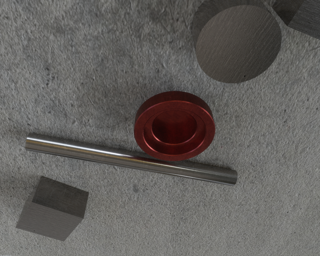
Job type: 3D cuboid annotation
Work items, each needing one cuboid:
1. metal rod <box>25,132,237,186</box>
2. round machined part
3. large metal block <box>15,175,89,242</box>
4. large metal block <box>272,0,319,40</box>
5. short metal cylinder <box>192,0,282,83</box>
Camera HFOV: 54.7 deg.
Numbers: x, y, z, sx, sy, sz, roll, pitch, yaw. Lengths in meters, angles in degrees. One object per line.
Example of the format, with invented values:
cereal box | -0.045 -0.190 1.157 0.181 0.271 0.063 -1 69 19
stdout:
metal rod | -0.033 0.047 0.447 0.302 0.025 0.025 11 129 -10
round machined part | 0.018 -0.007 0.391 0.099 0.042 0.097 -1 130 0
large metal block | -0.173 0.132 0.501 0.080 0.050 0.080 26 125 -21
large metal block | 0.168 -0.126 0.286 0.081 0.050 0.079 16 128 -14
short metal cylinder | 0.074 -0.093 0.313 0.081 0.050 0.079 0 130 0
